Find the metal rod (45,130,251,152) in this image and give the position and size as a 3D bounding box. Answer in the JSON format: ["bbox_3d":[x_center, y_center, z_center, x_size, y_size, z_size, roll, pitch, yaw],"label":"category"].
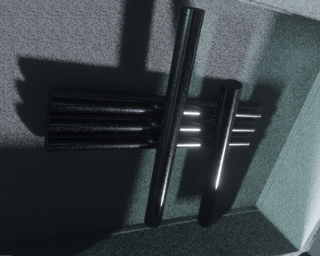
[{"bbox_3d":[0.004,0.016,0.421,0.303,0.025,0.025,1,118,-29],"label":"metal rod"}]

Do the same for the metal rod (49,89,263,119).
[{"bbox_3d":[0.017,-0.028,0.401,0.303,0.025,0.025,1,118,-29],"label":"metal rod"}]

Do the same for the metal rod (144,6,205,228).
[{"bbox_3d":[0.012,0.007,0.387,0.025,0.025,0.298,-5,121,-26],"label":"metal rod"}]

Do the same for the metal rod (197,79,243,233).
[{"bbox_3d":[0.083,0.063,0.468,0.025,0.025,0.298,-15,132,-20],"label":"metal rod"}]

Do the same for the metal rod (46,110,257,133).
[{"bbox_3d":[0.010,-0.006,0.410,0.303,0.025,0.025,1,118,-29],"label":"metal rod"}]
